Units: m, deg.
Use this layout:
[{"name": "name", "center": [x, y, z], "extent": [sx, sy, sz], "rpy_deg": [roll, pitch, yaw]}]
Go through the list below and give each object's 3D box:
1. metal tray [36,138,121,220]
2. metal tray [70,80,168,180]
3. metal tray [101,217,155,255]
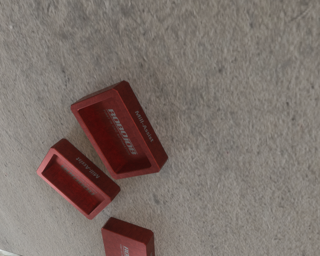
[{"name": "metal tray", "center": [-0.141, 0.090, 0.530], "extent": [0.130, 0.030, 0.090], "rpy_deg": [42, 129, -2]}, {"name": "metal tray", "center": [-0.057, 0.008, 0.436], "extent": [0.090, 0.030, 0.129], "rpy_deg": [-16, 111, 34]}, {"name": "metal tray", "center": [-0.056, 0.232, 0.575], "extent": [0.090, 0.030, 0.129], "rpy_deg": [12, 123, 21]}]
